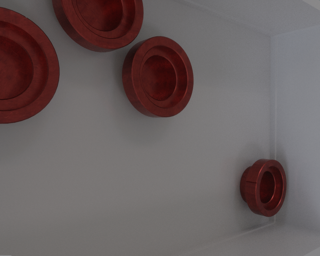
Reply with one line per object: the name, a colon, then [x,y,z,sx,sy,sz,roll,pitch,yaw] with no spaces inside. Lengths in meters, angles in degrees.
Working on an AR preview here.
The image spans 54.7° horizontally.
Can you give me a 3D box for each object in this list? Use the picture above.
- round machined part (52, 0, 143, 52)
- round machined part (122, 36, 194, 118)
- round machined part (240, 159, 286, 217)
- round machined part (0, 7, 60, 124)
round machined part: [-0.070,-0.131,0.337,0.099,0.042,0.097,0,90,-40]
round machined part: [-0.007,-0.062,0.390,0.099,0.042,0.097,0,90,-40]
round machined part: [0.178,0.103,0.545,0.099,0.042,0.097,0,90,-40]
round machined part: [-0.145,-0.052,0.274,0.099,0.042,0.097,0,90,-40]
